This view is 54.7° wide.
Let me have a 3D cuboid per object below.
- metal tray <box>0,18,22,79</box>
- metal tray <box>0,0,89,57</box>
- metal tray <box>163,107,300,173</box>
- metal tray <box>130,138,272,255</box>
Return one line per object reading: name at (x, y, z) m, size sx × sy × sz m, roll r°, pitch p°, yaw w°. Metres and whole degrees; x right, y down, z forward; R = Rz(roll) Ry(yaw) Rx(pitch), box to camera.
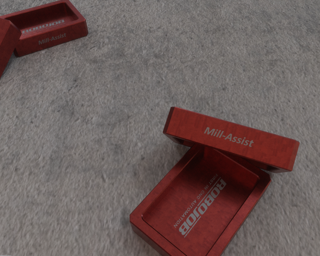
metal tray at (-0.296, -0.135, 0.485) m, size 0.130 × 0.030 × 0.090 m, roll 17°, pitch 79°, yaw 13°
metal tray at (-0.206, -0.180, 0.548) m, size 0.131 × 0.030 × 0.090 m, roll -25°, pitch 55°, yaw -20°
metal tray at (0.076, 0.016, 0.347) m, size 0.130 × 0.090 × 0.030 m, roll 16°, pitch 84°, yaw 13°
metal tray at (0.044, 0.079, 0.327) m, size 0.090 × 0.030 × 0.131 m, roll 33°, pitch 62°, yaw 24°
